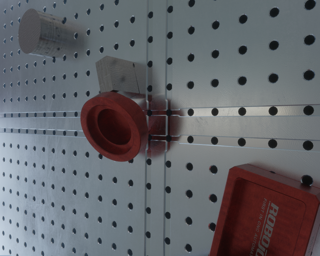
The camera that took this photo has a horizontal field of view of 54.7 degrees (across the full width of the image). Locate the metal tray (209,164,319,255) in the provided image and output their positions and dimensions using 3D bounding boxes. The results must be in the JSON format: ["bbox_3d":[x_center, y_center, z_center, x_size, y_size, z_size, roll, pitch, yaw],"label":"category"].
[{"bbox_3d":[0.105,0.112,0.319,0.090,0.030,0.129,18,101,38],"label":"metal tray"}]

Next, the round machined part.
[{"bbox_3d":[-0.058,-0.005,0.429,0.098,0.042,0.097,15,124,24],"label":"round machined part"}]

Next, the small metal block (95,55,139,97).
[{"bbox_3d":[-0.061,-0.071,0.443,0.025,0.050,0.050,-20,77,38],"label":"small metal block"}]

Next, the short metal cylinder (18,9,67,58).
[{"bbox_3d":[-0.218,-0.173,0.573,0.080,0.050,0.079,0,90,40],"label":"short metal cylinder"}]
